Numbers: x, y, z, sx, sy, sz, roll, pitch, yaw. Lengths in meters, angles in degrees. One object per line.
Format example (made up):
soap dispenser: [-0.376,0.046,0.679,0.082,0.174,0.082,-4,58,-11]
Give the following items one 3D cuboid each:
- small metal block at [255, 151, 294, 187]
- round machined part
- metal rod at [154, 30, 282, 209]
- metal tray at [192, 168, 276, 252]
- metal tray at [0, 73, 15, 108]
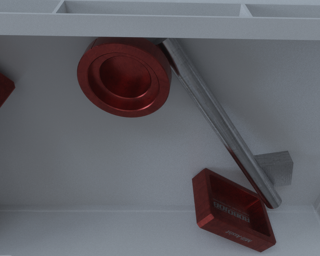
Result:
small metal block: [0.169,0.064,0.466,0.050,0.025,0.050,-9,130,7]
round machined part: [-0.036,-0.061,0.339,0.099,0.042,0.097,5,136,5]
metal rod: [0.087,0.008,0.397,0.025,0.025,0.300,-28,119,21]
metal tray: [0.112,0.126,0.475,0.131,0.090,0.030,28,125,-22]
metal tray: [-0.228,-0.022,0.318,0.030,0.130,0.090,-15,134,46]
